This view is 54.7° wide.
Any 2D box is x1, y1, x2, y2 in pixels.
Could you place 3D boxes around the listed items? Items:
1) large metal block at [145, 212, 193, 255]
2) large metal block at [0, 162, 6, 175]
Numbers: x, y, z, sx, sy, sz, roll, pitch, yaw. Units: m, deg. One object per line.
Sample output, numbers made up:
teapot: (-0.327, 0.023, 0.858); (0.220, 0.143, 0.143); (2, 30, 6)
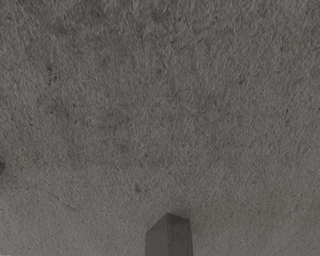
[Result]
large metal block: (0.014, 0.212, 0.551); (0.050, 0.080, 0.080); (24, 126, -19)
large metal block: (-0.290, 0.065, 0.444); (0.080, 0.050, 0.080); (-29, 125, 22)
